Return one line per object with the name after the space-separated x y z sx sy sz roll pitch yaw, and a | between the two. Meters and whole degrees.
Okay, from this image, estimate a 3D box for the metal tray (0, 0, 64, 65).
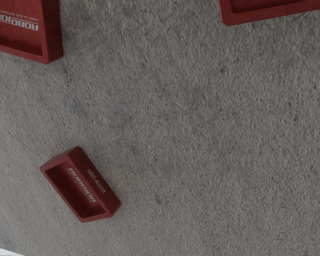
-0.196 -0.145 0.416 0.130 0.030 0.089 18 126 17 | metal tray

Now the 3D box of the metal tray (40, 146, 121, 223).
-0.139 0.102 0.539 0.090 0.030 0.130 -23 106 36 | metal tray

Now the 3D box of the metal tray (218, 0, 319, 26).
0.110 -0.140 0.245 0.130 0.030 0.089 -5 117 19 | metal tray
